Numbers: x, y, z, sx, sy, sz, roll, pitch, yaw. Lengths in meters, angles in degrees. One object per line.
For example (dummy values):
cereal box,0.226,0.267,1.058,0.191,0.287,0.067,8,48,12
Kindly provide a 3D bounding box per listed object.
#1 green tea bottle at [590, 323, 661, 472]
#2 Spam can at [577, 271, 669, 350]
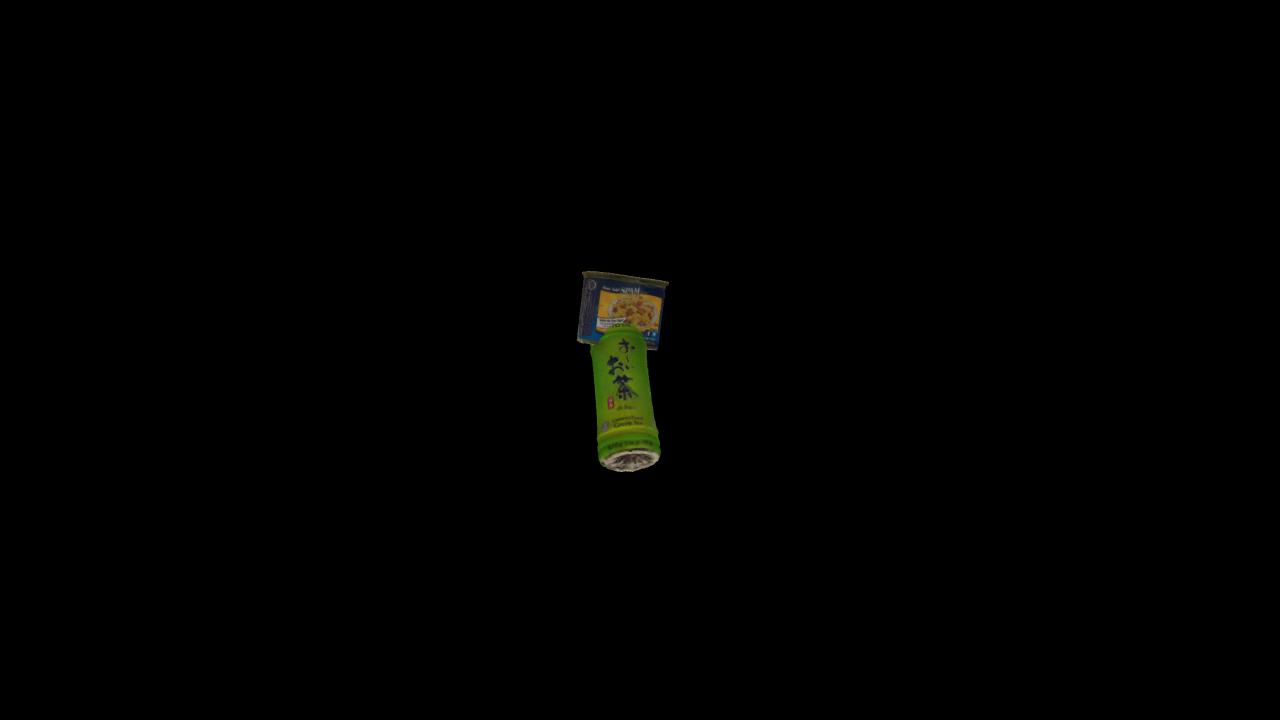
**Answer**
green tea bottle,-0.023,0.019,0.713,0.073,0.212,0.073,-7,-27,-4
Spam can,-0.022,-0.058,0.737,0.101,0.085,0.058,5,4,-20
